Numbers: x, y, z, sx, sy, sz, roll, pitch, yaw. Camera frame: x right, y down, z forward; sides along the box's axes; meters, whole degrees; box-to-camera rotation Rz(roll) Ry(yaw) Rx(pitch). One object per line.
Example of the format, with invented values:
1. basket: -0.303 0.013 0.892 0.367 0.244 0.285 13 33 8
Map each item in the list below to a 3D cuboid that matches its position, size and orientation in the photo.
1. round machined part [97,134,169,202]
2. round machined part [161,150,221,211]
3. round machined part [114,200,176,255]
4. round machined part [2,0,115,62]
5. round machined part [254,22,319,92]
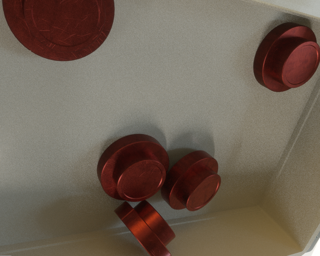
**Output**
1. round machined part: -0.031 0.060 0.418 0.099 0.042 0.097 -14 124 -21
2. round machined part: 0.053 0.085 0.465 0.099 0.042 0.097 -26 136 -27
3. round machined part: -0.016 0.138 0.429 0.042 0.098 0.098 -39 130 -16
4. round machined part: -0.089 -0.108 0.282 0.099 0.042 0.097 -14 124 -21
5. round machined part: 0.186 -0.096 0.440 0.099 0.042 0.097 -14 124 -21
